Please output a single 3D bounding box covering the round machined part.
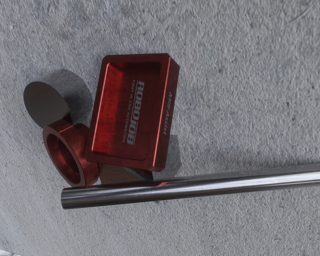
[{"bbox_3d":[-0.112,0.032,0.417,0.098,0.042,0.097,30,136,34],"label":"round machined part"}]

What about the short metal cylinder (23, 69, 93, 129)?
[{"bbox_3d":[-0.144,-0.038,0.442,0.080,0.050,0.079,13,124,20],"label":"short metal cylinder"}]

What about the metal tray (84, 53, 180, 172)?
[{"bbox_3d":[-0.032,-0.019,0.359,0.090,0.030,0.129,5,81,25],"label":"metal tray"}]

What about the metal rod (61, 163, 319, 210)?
[{"bbox_3d":[0.039,0.066,0.351,0.302,0.025,0.025,-6,118,3],"label":"metal rod"}]

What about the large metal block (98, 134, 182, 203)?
[{"bbox_3d":[-0.025,0.047,0.413,0.080,0.080,0.050,5,121,25],"label":"large metal block"}]
